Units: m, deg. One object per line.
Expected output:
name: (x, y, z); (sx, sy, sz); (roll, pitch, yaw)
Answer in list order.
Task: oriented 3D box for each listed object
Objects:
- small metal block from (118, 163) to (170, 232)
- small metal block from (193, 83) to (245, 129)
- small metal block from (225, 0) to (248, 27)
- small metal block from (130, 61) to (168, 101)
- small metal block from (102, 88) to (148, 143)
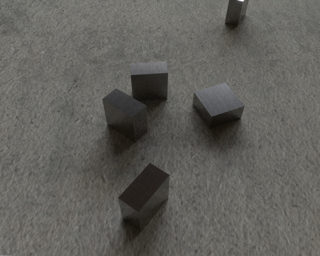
small metal block: (-0.015, 0.073, 0.325); (0.025, 0.050, 0.050); (30, 56, 22)
small metal block: (0.080, -0.032, 0.431); (0.050, 0.025, 0.050); (-18, 52, -15)
small metal block: (0.146, -0.228, 0.580); (0.025, 0.050, 0.050); (22, 53, 17)
small metal block: (-0.015, -0.066, 0.442); (0.050, 0.050, 0.025); (-4, 50, -4)
small metal block: (-0.044, -0.016, 0.400); (0.050, 0.050, 0.025); (31, 57, 23)
